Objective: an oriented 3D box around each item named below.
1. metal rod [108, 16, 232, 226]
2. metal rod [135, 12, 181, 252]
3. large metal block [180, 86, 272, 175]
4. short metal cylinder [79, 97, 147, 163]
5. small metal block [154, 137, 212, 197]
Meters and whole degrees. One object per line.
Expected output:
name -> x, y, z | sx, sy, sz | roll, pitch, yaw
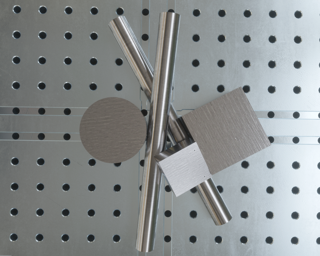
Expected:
metal rod -> 0.014, -0.009, 0.410 | 0.025, 0.025, 0.299 | -28, 91, 0
metal rod -> -0.004, 0.011, 0.390 | 0.025, 0.025, 0.298 | 6, 98, 0
large metal block -> 0.080, 0.003, 0.397 | 0.080, 0.050, 0.080 | -27, 90, 0
short metal cylinder -> -0.057, 0.002, 0.397 | 0.081, 0.050, 0.079 | 0, 90, -1
small metal block -> 0.028, 0.047, 0.378 | 0.050, 0.025, 0.050 | -28, 105, -8
